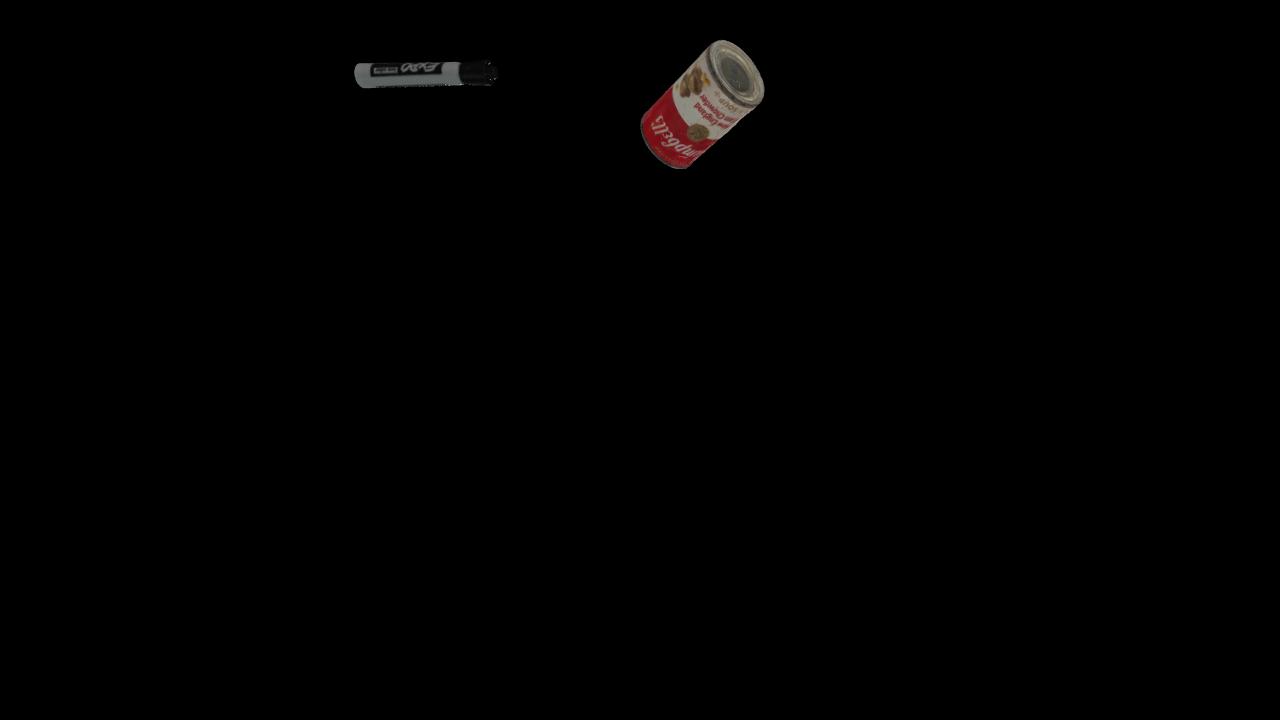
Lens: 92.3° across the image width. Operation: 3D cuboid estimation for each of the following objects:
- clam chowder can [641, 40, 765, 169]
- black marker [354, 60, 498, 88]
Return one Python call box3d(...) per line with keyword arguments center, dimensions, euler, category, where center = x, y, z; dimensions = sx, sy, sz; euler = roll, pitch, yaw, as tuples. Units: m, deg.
box3d(center=(0.057, -0.235, 0.572), dimensions=(0.068, 0.068, 0.102), euler=(0, -19, -37), category="clam chowder can")
box3d(center=(-0.171, -0.229, 0.493), dimensions=(0.121, 0.020, 0.020), euler=(5, 1, 13), category="black marker")
